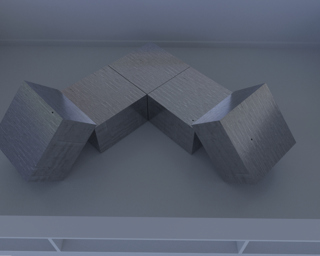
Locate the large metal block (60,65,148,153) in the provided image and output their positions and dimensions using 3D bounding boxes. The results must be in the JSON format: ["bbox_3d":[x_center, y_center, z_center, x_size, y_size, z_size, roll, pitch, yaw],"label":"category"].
[{"bbox_3d":[-0.073,-0.027,0.409,0.080,0.050,0.080,-36,59,-27],"label":"large metal block"}]

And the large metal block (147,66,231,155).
[{"bbox_3d":[0.041,-0.025,0.408,0.080,0.050,0.080,-36,59,-27],"label":"large metal block"}]

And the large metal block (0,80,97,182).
[{"bbox_3d":[-0.133,0.004,0.354,0.080,0.050,0.080,39,102,27],"label":"large metal block"}]

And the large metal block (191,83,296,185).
[{"bbox_3d":[0.096,0.007,0.354,0.080,0.050,0.080,-36,102,-26],"label":"large metal block"}]

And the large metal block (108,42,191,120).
[{"bbox_3d":[-0.015,-0.070,0.445,0.080,0.050,0.080,-36,59,-27],"label":"large metal block"}]
